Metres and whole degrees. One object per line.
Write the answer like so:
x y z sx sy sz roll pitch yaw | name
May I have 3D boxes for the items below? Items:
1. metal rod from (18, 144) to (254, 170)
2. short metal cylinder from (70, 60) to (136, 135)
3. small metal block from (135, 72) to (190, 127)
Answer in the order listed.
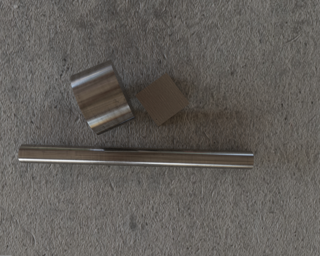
-0.030 0.038 0.409 0.302 0.025 0.025 2 90 0 | metal rod
-0.068 -0.037 0.382 0.050 0.080 0.080 -23 90 0 | short metal cylinder
0.003 -0.037 0.410 0.050 0.025 0.050 -36 90 0 | small metal block
